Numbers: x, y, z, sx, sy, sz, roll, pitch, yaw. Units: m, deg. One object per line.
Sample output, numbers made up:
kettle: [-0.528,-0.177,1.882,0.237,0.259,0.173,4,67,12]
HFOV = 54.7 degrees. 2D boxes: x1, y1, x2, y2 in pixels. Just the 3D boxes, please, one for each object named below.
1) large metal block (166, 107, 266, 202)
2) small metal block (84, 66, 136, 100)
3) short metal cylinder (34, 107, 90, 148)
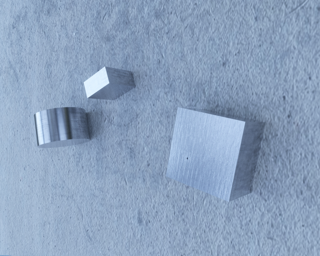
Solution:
large metal block: [0.060,0.024,0.340,0.080,0.050,0.079,16,100,39]
small metal block: [-0.073,-0.063,0.449,0.050,0.050,0.025,-26,74,37]
short metal cylinder: [-0.157,0.001,0.499,0.080,0.081,0.050,-16,80,39]
